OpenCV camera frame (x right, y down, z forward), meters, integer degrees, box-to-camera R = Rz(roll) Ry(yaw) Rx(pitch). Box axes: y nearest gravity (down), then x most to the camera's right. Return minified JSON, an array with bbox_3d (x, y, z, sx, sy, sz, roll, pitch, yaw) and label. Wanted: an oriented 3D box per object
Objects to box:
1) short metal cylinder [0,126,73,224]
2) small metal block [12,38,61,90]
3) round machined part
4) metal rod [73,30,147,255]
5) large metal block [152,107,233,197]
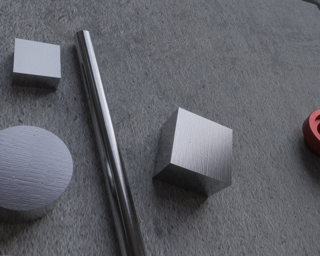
[{"bbox_3d":[-0.128,0.044,0.292,0.081,0.050,0.080,14,56,-21],"label":"short metal cylinder"},{"bbox_3d":[-0.148,-0.076,0.371,0.050,0.025,0.050,4,60,-27],"label":"small metal block"},{"bbox_3d":[0.291,0.017,0.532,0.099,0.042,0.098,7,51,-8],"label":"round machined part"},{"bbox_3d":[-0.064,0.007,0.365,0.025,0.025,0.299,-3,63,-30],"label":"metal rod"},{"bbox_3d":[0.043,0.032,0.393,0.080,0.050,0.080,22,54,-16],"label":"large metal block"}]
